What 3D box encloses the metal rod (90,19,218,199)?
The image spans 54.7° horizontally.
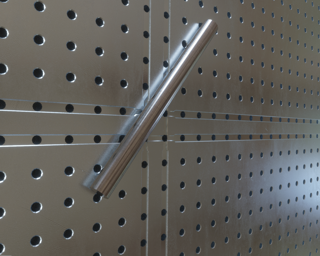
[{"bbox_3d":[0.004,-0.041,0.414,0.025,0.025,0.300,48,62,-30],"label":"metal rod"}]
